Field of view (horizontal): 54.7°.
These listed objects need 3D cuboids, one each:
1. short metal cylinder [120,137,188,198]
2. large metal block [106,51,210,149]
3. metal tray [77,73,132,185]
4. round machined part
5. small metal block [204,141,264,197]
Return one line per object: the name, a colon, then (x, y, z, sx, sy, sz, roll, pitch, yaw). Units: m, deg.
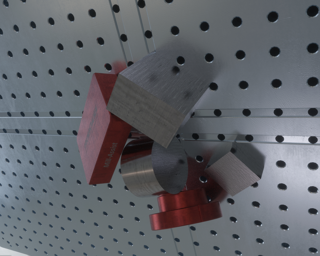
short metal cylinder: (-0.006, 0.049, 0.409, 0.050, 0.080, 0.080, -16, 110, 34)
large metal block: (0.000, -0.036, 0.354, 0.080, 0.080, 0.050, 33, 129, 6)
metal tray: (-0.078, 0.003, 0.417, 0.090, 0.030, 0.129, 64, 142, 38)
round machined part: (0.033, 0.110, 0.427, 0.098, 0.099, 0.042, -23, 71, 36)
small metal block: (0.094, 0.052, 0.394, 0.050, 0.025, 0.050, 42, 129, -2)
